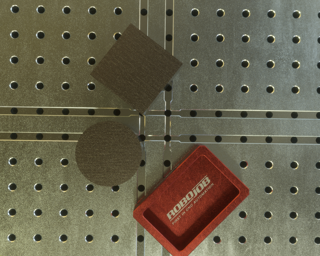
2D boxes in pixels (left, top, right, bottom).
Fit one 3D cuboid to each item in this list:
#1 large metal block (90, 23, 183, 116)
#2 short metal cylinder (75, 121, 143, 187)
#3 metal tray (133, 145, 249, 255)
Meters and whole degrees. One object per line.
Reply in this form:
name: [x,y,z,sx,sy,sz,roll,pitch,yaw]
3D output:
large metal block: [-0.029,-0.072,0.400,0.080,0.050,0.080,38,90,-1]
short metal cylinder: [-0.062,0.031,0.400,0.081,0.050,0.079,0,90,-1]
metal tray: [0.040,0.096,0.411,0.130,0.030,0.090,-45,91,0]
